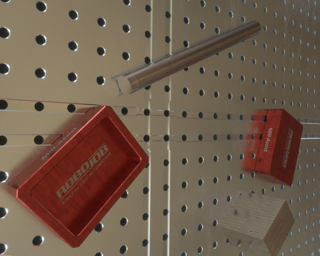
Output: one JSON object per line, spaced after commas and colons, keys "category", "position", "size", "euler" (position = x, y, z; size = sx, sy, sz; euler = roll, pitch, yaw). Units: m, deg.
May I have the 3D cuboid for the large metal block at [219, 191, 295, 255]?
{"category": "large metal block", "position": [0.159, 0.156, 0.507], "size": [0.080, 0.080, 0.050], "euler": [-44, 117, -31]}

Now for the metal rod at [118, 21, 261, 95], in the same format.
{"category": "metal rod", "position": [0.062, -0.114, 0.461], "size": [0.302, 0.025, 0.025], "euler": [-31, 110, -36]}

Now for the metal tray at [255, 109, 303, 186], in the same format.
{"category": "metal tray", "position": [0.233, 0.038, 0.602], "size": [0.090, 0.030, 0.130], "euler": [28, 73, -37]}

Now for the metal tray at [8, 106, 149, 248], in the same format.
{"category": "metal tray", "position": [-0.080, 0.049, 0.338], "size": [0.130, 0.030, 0.090], "euler": [-49, 119, -29]}
